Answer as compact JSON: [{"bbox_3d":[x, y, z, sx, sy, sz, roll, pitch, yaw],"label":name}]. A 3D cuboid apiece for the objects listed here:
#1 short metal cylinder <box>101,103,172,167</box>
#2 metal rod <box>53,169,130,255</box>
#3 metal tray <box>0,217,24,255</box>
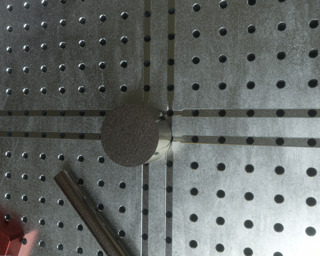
[{"bbox_3d":[-0.030,0.009,0.410,0.080,0.050,0.080,0,90,20],"label":"short metal cylinder"},{"bbox_3d":[-0.055,0.182,0.431,0.025,0.025,0.300,-43,77,15],"label":"metal rod"},{"bbox_3d":[-0.296,0.187,0.515,0.130,0.030,0.089,23,98,18],"label":"metal tray"}]
